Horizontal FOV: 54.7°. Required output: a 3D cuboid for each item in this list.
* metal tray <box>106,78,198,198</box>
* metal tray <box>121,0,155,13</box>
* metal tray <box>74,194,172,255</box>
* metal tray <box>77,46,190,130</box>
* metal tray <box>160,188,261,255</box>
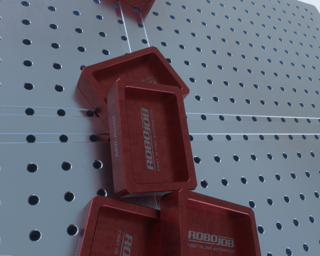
[{"bbox_3d":[-0.010,0.011,0.360,0.091,0.030,0.129,4,68,-32],"label":"metal tray"},{"bbox_3d":[-0.043,-0.271,0.549,0.090,0.030,0.130,24,53,-14],"label":"metal tray"},{"bbox_3d":[-0.039,0.139,0.299,0.091,0.030,0.130,19,54,-17],"label":"metal tray"},{"bbox_3d":[-0.032,-0.056,0.422,0.131,0.030,0.090,-29,78,-38],"label":"metal tray"},{"bbox_3d":[0.059,0.125,0.339,0.131,0.030,0.090,23,52,-35],"label":"metal tray"}]
